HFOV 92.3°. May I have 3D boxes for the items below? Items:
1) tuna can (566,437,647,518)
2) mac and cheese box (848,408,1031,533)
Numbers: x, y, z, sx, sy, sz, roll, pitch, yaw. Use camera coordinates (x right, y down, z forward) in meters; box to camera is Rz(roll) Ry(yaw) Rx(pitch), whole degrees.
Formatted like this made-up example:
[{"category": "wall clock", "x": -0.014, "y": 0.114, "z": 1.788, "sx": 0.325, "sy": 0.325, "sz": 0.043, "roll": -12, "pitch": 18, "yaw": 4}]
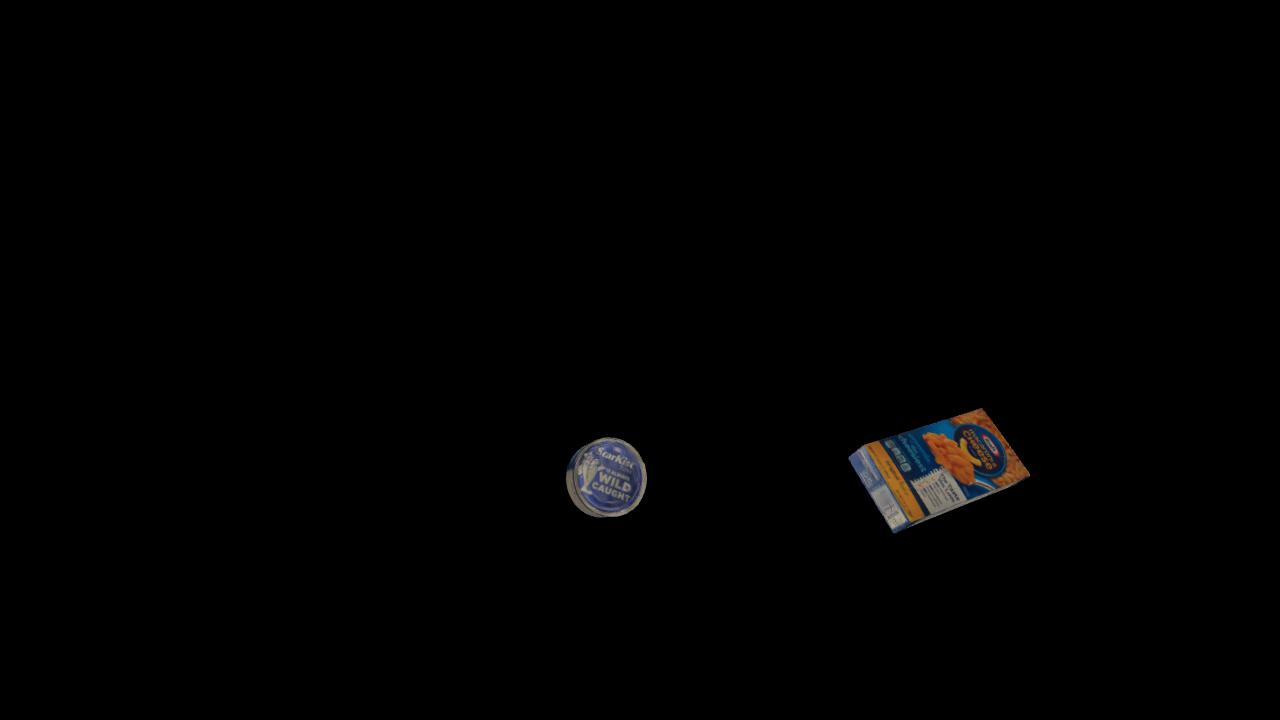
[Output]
[{"category": "tuna can", "x": -0.037, "y": 0.128, "z": 0.666, "sx": 0.084, "sy": 0.084, "sz": 0.034, "roll": 0, "pitch": -16, "yaw": -26}, {"category": "mac and cheese box", "x": 0.332, "y": 0.118, "z": 0.682, "sx": 0.184, "sy": 0.093, "sz": 0.041, "roll": -12, "pitch": -31, "yaw": -23}]
